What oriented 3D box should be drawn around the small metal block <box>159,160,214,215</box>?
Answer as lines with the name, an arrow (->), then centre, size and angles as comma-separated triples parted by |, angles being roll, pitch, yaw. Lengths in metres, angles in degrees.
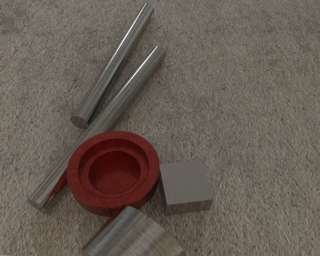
small metal block -> 0.027, 0.066, 0.346 | 0.050, 0.025, 0.050 | -4, 50, -10

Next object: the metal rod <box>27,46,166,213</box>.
metal rod -> -0.066, -0.020, 0.418 | 0.025, 0.025, 0.301 | 20, 53, 16

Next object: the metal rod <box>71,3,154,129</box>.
metal rod -> -0.064, -0.118, 0.500 | 0.025, 0.025, 0.300 | 13, 51, 10

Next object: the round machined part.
round machined part -> -0.050, 0.054, 0.346 | 0.099, 0.042, 0.098 | 0, 50, 0

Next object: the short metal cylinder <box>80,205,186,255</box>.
short metal cylinder -> -0.023, 0.115, 0.271 | 0.080, 0.080, 0.050 | 31, 57, 23
